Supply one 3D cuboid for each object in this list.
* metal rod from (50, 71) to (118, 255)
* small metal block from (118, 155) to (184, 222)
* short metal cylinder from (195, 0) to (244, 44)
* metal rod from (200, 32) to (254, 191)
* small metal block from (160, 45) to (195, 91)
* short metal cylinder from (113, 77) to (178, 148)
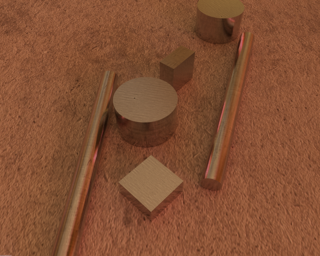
[{"bbox_3d":[-0.085,0.038,0.370,0.025,0.025,0.300,3,50,2],"label":"metal rod"},{"bbox_3d":[-0.010,0.066,0.347,0.050,0.025,0.050,36,59,26],"label":"small metal block"},{"bbox_3d":[0.104,-0.194,0.551,0.081,0.050,0.080,0,50,0],"label":"short metal cylinder"},{"bbox_3d":[0.104,-0.045,0.441,0.025,0.025,0.300,14,51,11],"label":"metal rod"},{"bbox_3d":[0.025,-0.085,0.459,0.025,0.050,0.050,32,57,24],"label":"small metal block"},{"bbox_3d":[-0.018,-0.021,0.405,0.081,0.050,0.080,0,50,0],"label":"short metal cylinder"}]
